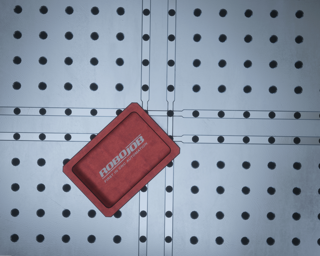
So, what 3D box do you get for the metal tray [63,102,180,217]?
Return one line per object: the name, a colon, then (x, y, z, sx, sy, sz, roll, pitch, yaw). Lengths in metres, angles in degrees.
metal tray: (-0.049, 0.041, 0.410, 0.130, 0.030, 0.090, -43, 90, 0)
